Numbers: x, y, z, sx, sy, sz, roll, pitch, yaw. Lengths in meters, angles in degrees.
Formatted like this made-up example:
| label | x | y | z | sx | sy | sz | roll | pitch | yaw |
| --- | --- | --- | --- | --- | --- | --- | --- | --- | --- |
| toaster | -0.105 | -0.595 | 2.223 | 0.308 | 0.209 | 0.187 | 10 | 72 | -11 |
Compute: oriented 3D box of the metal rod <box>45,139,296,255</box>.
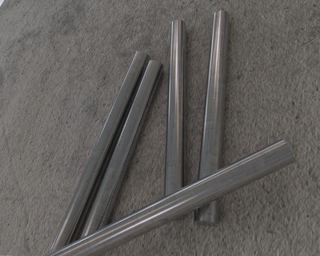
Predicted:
| label | x | y | z | sx | sy | sz | roll | pitch | yaw |
| --- | --- | --- | --- | --- | --- | --- | --- | --- | --- |
| metal rod | -0.009 | 0.091 | 0.318 | 0.300 | 0.025 | 0.025 | -28 | 52 | 10 |

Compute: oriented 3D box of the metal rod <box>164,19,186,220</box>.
| label | x | y | z | sx | sy | sz | roll | pitch | yaw |
| --- | --- | --- | --- | --- | --- | --- | --- | --- | --- |
| metal rod | 0.022 | -0.032 | 0.411 | 0.025 | 0.025 | 0.299 | -11 | 57 | 22 |

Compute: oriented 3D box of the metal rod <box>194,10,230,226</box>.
| label | x | y | z | sx | sy | sz | roll | pitch | yaw |
| --- | --- | --- | --- | --- | --- | --- | --- | --- | --- |
| metal rod | 0.069 | -0.033 | 0.387 | 0.025 | 0.025 | 0.300 | -5 | 59 | 26 |

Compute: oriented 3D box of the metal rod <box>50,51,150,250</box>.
| label | x | y | z | sx | sy | sz | roll | pitch | yaw |
| --- | --- | --- | --- | --- | --- | --- | --- | --- | --- |
| metal rod | -0.074 | 0.018 | 0.431 | 0.025 | 0.025 | 0.300 | 6 | 64 | 31 |

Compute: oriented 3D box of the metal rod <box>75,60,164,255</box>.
| label | x | y | z | sx | sy | sz | roll | pitch | yaw |
| --- | --- | --- | --- | --- | --- | --- | --- | --- | --- |
| metal rod | -0.050 | 0.037 | 0.407 | 0.025 | 0.025 | 0.300 | 5 | 64 | 30 |
